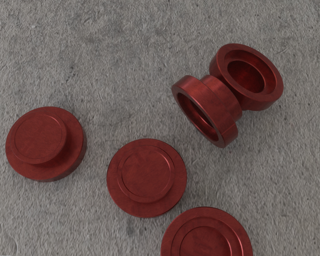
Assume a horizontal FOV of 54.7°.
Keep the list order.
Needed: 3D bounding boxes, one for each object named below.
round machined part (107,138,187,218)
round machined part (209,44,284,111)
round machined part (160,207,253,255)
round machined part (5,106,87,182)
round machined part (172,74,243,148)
[{"bbox_3d":[-0.016,0.059,0.377,0.099,0.042,0.098,0,70,0],"label":"round machined part"},{"bbox_3d":[0.109,-0.062,0.410,0.099,0.042,0.098,12,54,-17],"label":"round machined part"},{"bbox_3d":[0.050,0.140,0.348,0.099,0.042,0.098,0,70,0],"label":"round machined part"},{"bbox_3d":[-0.146,0.017,0.392,0.099,0.042,0.098,0,70,0],"label":"round machined part"},{"bbox_3d":[0.061,-0.026,0.377,0.042,0.098,0.098,-39,75,-6],"label":"round machined part"}]
